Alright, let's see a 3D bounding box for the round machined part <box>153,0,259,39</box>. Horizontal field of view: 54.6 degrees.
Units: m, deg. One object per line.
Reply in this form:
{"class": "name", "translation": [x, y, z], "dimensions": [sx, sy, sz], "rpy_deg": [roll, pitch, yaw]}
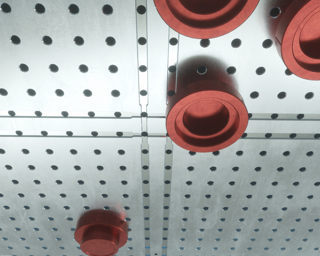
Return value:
{"class": "round machined part", "translation": [0.041, -0.136, 0.285], "dimensions": [0.099, 0.042, 0.097], "rpy_deg": [0, 130, 0]}

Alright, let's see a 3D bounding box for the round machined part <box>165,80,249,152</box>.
{"class": "round machined part", "translation": [0.056, -0.018, 0.385], "dimensions": [0.099, 0.042, 0.097], "rpy_deg": [0, 130, 0]}

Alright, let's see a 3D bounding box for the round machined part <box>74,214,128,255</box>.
{"class": "round machined part", "translation": [-0.109, 0.204, 0.573], "dimensions": [0.099, 0.042, 0.097], "rpy_deg": [0, 130, 0]}

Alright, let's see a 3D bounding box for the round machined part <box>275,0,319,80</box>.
{"class": "round machined part", "translation": [0.167, -0.101, 0.316], "dimensions": [0.099, 0.042, 0.097], "rpy_deg": [0, 130, 0]}
